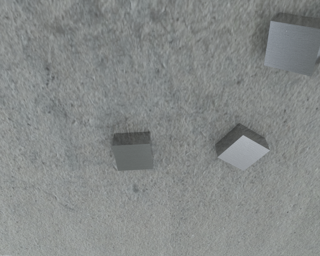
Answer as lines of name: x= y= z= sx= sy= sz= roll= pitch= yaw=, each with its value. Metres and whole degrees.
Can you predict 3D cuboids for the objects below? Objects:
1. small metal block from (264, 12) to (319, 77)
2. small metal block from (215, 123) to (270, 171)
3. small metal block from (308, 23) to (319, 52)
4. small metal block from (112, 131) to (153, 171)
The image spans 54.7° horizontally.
small metal block: x=0.140 y=-0.087 z=0.319 sx=0.050 sy=0.025 sz=0.050 roll=22 pitch=138 yaw=29
small metal block: x=0.114 y=0.027 z=0.432 sx=0.050 sy=0.025 sz=0.050 roll=27 pitch=125 yaw=-22
small metal block: x=0.196 y=-0.096 z=0.329 sx=0.050 sy=0.025 sz=0.050 roll=-31 pitch=124 yaw=23
small metal block: x=-0.037 y=0.033 z=0.435 sx=0.050 sy=0.025 sz=0.050 roll=-3 pitch=130 yaw=2
